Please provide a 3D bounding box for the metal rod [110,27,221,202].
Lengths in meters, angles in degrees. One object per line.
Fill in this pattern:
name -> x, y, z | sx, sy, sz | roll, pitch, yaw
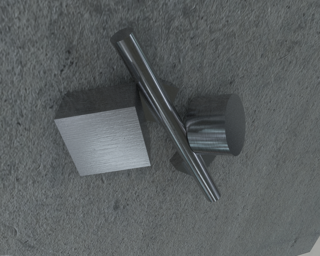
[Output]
metal rod -> 0.023, 0.008, 0.396 | 0.025, 0.025, 0.299 | -36, 130, -5

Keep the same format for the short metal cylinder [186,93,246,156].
short metal cylinder -> 0.076, -0.004, 0.407 | 0.080, 0.050, 0.079 | 2, 87, -58

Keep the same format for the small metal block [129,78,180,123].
small metal block -> -0.012, -0.037, 0.381 | 0.050, 0.025, 0.050 | 13, 112, -34

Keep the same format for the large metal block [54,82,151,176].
large metal block -> -0.058, 0.002, 0.342 | 0.080, 0.050, 0.080 | -9, 127, 4

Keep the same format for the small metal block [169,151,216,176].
small metal block -> 0.051, 0.043, 0.465 | 0.050, 0.025, 0.050 | 27, 103, -38
